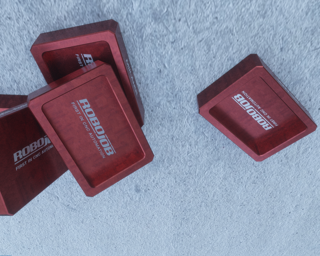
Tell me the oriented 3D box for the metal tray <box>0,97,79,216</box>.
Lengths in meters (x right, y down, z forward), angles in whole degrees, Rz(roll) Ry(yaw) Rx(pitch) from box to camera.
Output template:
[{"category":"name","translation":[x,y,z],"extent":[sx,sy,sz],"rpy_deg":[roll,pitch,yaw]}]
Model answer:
[{"category":"metal tray","translation":[-0.143,0.022,0.337],"extent":[0.030,0.130,0.089],"rpy_deg":[-6,107,19]}]

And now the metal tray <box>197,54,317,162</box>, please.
[{"category":"metal tray","translation":[0.121,-0.019,0.388],"extent":[0.130,0.030,0.090],"rpy_deg":[37,121,-27]}]

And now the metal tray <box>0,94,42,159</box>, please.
[{"category":"metal tray","translation":[-0.222,0.001,0.401],"extent":[0.131,0.030,0.089],"rpy_deg":[2,130,-2]}]

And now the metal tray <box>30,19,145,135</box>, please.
[{"category":"metal tray","translation":[-0.076,-0.051,0.359],"extent":[0.090,0.030,0.129],"rpy_deg":[-9,130,7]}]

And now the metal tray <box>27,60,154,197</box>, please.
[{"category":"metal tray","translation":[-0.072,0.002,0.345],"extent":[0.090,0.030,0.129],"rpy_deg":[-31,117,-13]}]
